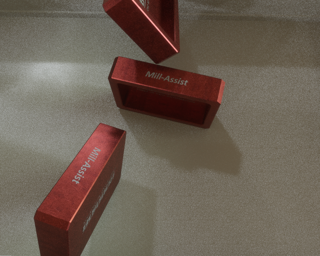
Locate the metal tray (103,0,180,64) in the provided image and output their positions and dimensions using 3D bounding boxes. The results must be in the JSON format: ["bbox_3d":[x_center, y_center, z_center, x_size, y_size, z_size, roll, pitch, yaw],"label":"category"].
[{"bbox_3d":[-0.016,-0.148,0.353,0.030,0.090,0.130,-23,47,29],"label":"metal tray"}]

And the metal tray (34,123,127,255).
[{"bbox_3d":[-0.076,0.067,0.321,0.030,0.089,0.130,18,41,6],"label":"metal tray"}]

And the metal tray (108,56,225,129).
[{"bbox_3d":[0.007,-0.041,0.390,0.131,0.090,0.030,13,71,4],"label":"metal tray"}]
